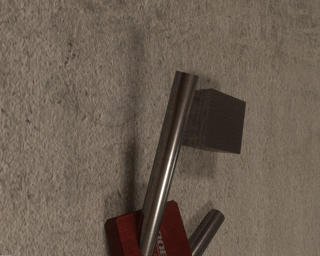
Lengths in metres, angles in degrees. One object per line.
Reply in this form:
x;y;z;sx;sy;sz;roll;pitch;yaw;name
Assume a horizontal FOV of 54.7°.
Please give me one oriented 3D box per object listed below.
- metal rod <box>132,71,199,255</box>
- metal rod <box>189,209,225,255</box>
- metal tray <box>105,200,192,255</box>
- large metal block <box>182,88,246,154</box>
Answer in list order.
-0.006;0.085;0.350;0.025;0.025;0.298;5;103;-40;metal rod
0.003;0.214;0.387;0.302;0.025;0.025;-42;116;-40;metal rod
-0.005;0.161;0.368;0.091;0.030;0.129;-7;74;-37;metal tray
0.078;-0.007;0.457;0.081;0.050;0.080;13;82;-40;large metal block
